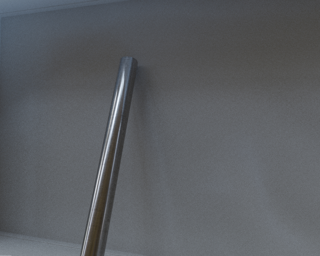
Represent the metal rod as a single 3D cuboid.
[{"bbox_3d":[-0.060,0.045,0.369,0.025,0.025,0.299,-2,65,20],"label":"metal rod"}]
